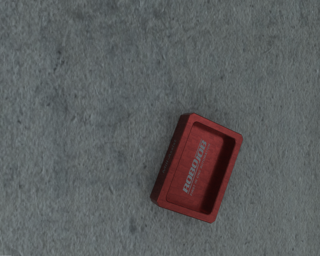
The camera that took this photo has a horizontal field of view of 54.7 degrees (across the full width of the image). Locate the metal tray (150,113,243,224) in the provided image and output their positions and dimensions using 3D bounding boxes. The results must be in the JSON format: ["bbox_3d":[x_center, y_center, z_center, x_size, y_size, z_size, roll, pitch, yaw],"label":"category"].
[{"bbox_3d":[0.052,0.054,0.426,0.091,0.030,0.130,23,82,-19],"label":"metal tray"}]
